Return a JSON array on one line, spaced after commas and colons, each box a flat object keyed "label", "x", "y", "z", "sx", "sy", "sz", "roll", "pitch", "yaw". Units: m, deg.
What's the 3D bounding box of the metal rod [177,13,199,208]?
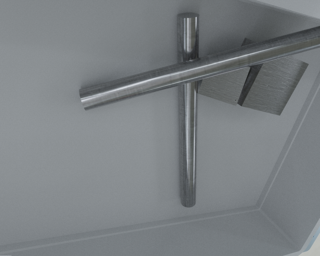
[{"label": "metal rod", "x": 0.039, "y": -0.002, "z": 0.430, "sx": 0.025, "sy": 0.025, "sz": 0.298, "roll": -17, "pitch": 125, "yaw": -19}]

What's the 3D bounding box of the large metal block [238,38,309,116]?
[{"label": "large metal block", "x": 0.144, "y": -0.069, "z": 0.430, "sx": 0.081, "sy": 0.050, "sz": 0.079, "roll": 9, "pitch": 114, "yaw": -33}]

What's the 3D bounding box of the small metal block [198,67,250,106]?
[{"label": "small metal block", "x": 0.082, "y": -0.061, "z": 0.397, "sx": 0.050, "sy": 0.025, "sz": 0.050, "roll": 20, "pitch": 107, "yaw": 10}]

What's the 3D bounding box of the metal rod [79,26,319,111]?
[{"label": "metal rod", "x": 0.059, "y": -0.072, "z": 0.357, "sx": 0.302, "sy": 0.025, "sz": 0.025, "roll": -16, "pitch": 126, "yaw": -5}]
